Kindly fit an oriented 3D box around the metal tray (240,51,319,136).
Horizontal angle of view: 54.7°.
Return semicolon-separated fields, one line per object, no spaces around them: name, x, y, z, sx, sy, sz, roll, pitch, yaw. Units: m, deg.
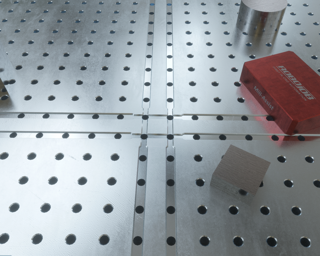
metal tray;0.190;-0.056;0.453;0.091;0.030;0.130;-16;52;-14

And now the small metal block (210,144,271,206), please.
small metal block;0.094;0.054;0.363;0.050;0.025;0.050;26;55;20

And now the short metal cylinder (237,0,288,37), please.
short metal cylinder;0.186;-0.212;0.571;0.081;0.050;0.080;0;50;0

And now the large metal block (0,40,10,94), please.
large metal block;-0.278;-0.090;0.465;0.081;0.050;0.080;-12;51;-10
